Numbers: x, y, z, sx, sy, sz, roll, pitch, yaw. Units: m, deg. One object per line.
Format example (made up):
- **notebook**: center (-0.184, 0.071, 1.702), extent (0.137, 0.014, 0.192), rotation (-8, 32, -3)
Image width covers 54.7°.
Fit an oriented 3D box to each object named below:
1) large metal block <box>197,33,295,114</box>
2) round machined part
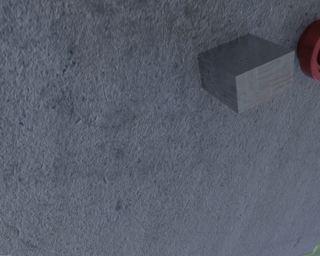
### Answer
- **large metal block**: center (0.104, -0.071, 0.384), extent (0.080, 0.080, 0.050), rotation (-25, 128, -13)
- **round machined part**: center (0.242, -0.121, 0.453), extent (0.099, 0.042, 0.097), rotation (-14, 124, -21)
